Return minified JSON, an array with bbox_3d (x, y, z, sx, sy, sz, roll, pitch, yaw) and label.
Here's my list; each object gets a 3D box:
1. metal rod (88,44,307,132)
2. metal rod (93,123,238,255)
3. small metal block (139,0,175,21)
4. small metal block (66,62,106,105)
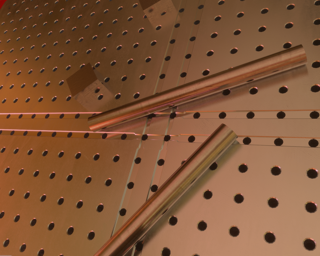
[{"bbox_3d":[0.036,-0.047,0.418,0.301,0.025,0.025,-17,55,18],"label":"metal rod"},{"bbox_3d":[-0.024,0.110,0.353,0.300,0.025,0.025,-45,51,-4],"label":"metal rod"},{"bbox_3d":[-0.008,-0.226,0.551,0.050,0.025,0.050,-27,52,11],"label":"small metal block"},{"bbox_3d":[-0.124,-0.074,0.520,0.050,0.025,0.050,-35,51,5],"label":"small metal block"}]
